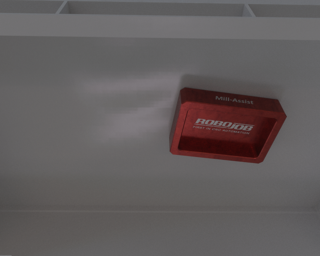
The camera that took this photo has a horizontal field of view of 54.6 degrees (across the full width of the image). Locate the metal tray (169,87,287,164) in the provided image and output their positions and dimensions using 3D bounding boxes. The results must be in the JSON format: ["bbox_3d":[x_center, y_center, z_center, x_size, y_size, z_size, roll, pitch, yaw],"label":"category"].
[{"bbox_3d":[0.084,0.000,0.405,0.131,0.030,0.089,7,130,-6],"label":"metal tray"}]
